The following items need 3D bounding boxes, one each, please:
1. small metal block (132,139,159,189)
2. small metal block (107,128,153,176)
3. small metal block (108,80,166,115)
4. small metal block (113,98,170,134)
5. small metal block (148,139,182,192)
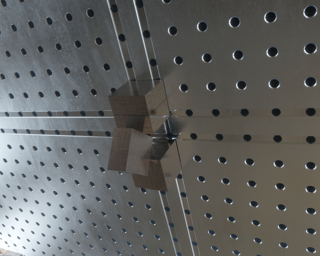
[{"bbox_3d":[-0.017,0.049,0.433,0.025,0.050,0.050,1,119,27],"label":"small metal block"},{"bbox_3d":[-0.035,0.030,0.377,0.025,0.050,0.050,1,77,28],"label":"small metal block"},{"bbox_3d":[-0.027,-0.038,0.383,0.050,0.050,0.025,2,119,27],"label":"small metal block"},{"bbox_3d":[-0.022,-0.016,0.394,0.050,0.050,0.025,2,119,27],"label":"small metal block"},{"bbox_3d":[0.005,0.050,0.420,0.025,0.050,0.050,1,119,27],"label":"small metal block"}]
